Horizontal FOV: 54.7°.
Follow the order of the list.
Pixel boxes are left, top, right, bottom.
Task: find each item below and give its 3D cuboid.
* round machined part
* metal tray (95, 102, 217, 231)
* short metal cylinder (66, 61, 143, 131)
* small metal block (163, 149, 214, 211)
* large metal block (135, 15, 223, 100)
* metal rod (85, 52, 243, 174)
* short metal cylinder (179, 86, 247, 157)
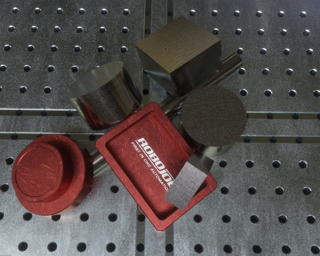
[{"bbox_3d":[-0.133,0.054,0.368,0.098,0.042,0.098,-4,75,15],"label":"round machined part"},{"bbox_3d":[-0.005,0.045,0.377,0.090,0.030,0.130,-36,87,-12],"label":"metal tray"},{"bbox_3d":[-0.069,-0.042,0.391,0.080,0.050,0.080,-21,31,14],"label":"short metal cylinder"},{"bbox_3d":[0.033,0.057,0.347,0.025,0.050,0.050,33,109,9],"label":"small metal block"},{"bbox_3d":[0.026,-0.098,0.422,0.080,0.050,0.080,-35,54,-12],"label":"large metal block"},{"bbox_3d":[-0.008,-0.012,0.418,0.301,0.025,0.025,-36,74,-12],"label":"metal rod"},{"bbox_3d":[0.066,-0.007,0.401,0.081,0.050,0.080,0,70,0],"label":"short metal cylinder"}]
